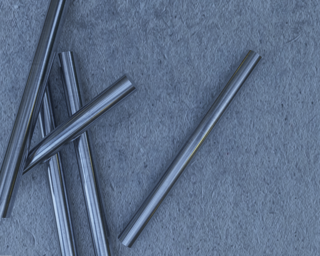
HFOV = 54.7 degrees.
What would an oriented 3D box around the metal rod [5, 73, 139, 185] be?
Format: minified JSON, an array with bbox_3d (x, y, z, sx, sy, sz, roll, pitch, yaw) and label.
[{"bbox_3d":[-0.152,0.034,0.384,0.300,0.025,0.025,-36,90,9],"label":"metal rod"}]

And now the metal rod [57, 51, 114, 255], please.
[{"bbox_3d":[-0.095,0.049,0.409,0.025,0.025,0.298,-11,90,0],"label":"metal rod"}]

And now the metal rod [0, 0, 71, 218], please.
[{"bbox_3d":[-0.154,-0.045,0.378,0.025,0.025,0.299,11,78,0],"label":"metal rod"}]

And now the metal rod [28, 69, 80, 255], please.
[{"bbox_3d":[-0.136,0.068,0.408,0.025,0.025,0.298,-10,90,0],"label":"metal rod"}]

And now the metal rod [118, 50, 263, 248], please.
[{"bbox_3d":[0.040,0.027,0.410,0.025,0.025,0.299,35,90,0],"label":"metal rod"}]
